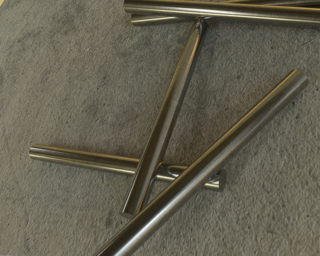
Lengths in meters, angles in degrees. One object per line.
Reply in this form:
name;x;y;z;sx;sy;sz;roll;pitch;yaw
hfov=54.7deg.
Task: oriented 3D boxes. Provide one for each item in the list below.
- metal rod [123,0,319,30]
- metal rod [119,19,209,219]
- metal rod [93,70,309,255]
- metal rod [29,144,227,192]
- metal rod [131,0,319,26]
metal rod;0.077;-0.167;0.443;0.300;0.025;0.025;15;70;26
metal rod;0.015;-0.031;0.393;0.025;0.025;0.300;2;56;29
metal rod;0.049;0.039;0.321;0.301;0.025;0.025;-41;50;-13
metal rod;-0.063;0.047;0.407;0.300;0.025;0.025;4;64;30
metal rod;0.085;-0.177;0.467;0.300;0.025;0.025;6;65;31
